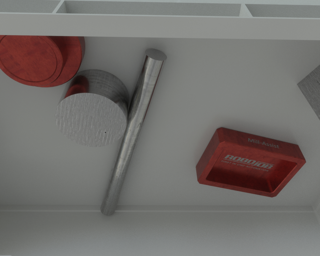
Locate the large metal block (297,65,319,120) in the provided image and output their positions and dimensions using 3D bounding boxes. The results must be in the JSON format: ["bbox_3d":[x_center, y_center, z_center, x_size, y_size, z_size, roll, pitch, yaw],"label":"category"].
[{"bbox_3d":[0.213,-0.042,0.340,0.050,0.080,0.080,28,124,-22],"label":"large metal block"}]

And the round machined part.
[{"bbox_3d":[-0.132,-0.083,0.325,0.099,0.042,0.097,-1,130,0],"label":"round machined part"}]

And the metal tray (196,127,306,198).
[{"bbox_3d":[0.129,0.054,0.453,0.131,0.030,0.089,13,129,-11],"label":"metal tray"}]

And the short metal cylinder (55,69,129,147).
[{"bbox_3d":[-0.079,-0.023,0.372,0.081,0.050,0.079,0,130,0],"label":"short metal cylinder"}]

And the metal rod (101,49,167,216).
[{"bbox_3d":[-0.046,0.028,0.432,0.025,0.025,0.298,12,129,-11],"label":"metal rod"}]
